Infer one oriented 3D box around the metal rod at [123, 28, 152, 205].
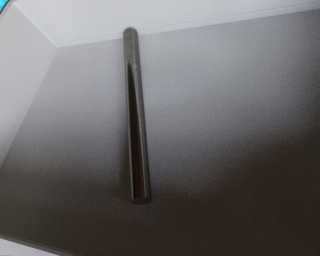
[{"bbox_3d":[-0.036,-0.038,0.448,0.025,0.025,0.300,-19,54,17],"label":"metal rod"}]
